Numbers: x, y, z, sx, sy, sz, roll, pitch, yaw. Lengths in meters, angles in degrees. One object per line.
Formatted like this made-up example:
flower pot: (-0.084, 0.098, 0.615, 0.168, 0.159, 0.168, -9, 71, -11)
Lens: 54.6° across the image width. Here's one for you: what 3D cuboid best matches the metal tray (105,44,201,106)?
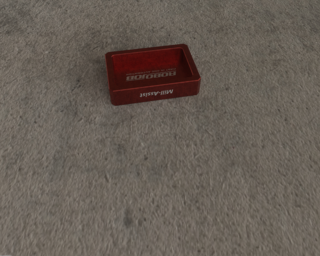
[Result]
metal tray: (-0.013, -0.083, 0.469, 0.131, 0.030, 0.090, -8, 51, -7)
